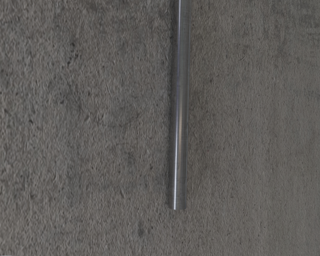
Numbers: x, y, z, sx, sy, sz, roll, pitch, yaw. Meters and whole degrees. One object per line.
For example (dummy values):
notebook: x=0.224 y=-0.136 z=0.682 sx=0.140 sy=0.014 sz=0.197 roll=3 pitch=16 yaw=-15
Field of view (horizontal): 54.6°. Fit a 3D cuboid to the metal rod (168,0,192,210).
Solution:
metal rod: x=0.028 y=-0.041 z=0.426 sx=0.025 sy=0.025 sz=0.298 roll=3 pitch=88 yaw=-40
